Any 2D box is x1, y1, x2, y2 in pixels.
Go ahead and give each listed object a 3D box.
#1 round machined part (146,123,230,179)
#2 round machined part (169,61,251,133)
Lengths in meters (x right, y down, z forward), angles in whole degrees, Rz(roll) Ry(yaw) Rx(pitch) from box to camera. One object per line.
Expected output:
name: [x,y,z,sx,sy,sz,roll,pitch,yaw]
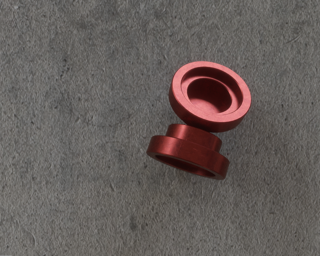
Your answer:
round machined part: [0.036,0.027,0.375,0.098,0.098,0.042,19,77,0]
round machined part: [0.059,-0.034,0.386,0.099,0.042,0.098,6,54,-8]
